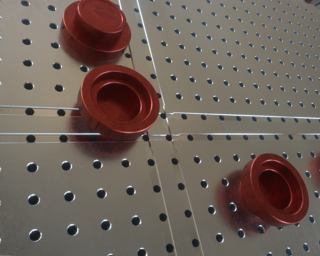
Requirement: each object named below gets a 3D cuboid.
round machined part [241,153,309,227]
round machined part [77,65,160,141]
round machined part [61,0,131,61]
[{"bbox_3d":[0.152,0.087,0.428,0.099,0.042,0.098,14,56,-21],"label":"round machined part"},{"bbox_3d":[-0.054,-0.028,0.386,0.099,0.042,0.098,14,56,-21],"label":"round machined part"},{"bbox_3d":[-0.087,-0.147,0.442,0.099,0.042,0.098,14,56,-21],"label":"round machined part"}]
